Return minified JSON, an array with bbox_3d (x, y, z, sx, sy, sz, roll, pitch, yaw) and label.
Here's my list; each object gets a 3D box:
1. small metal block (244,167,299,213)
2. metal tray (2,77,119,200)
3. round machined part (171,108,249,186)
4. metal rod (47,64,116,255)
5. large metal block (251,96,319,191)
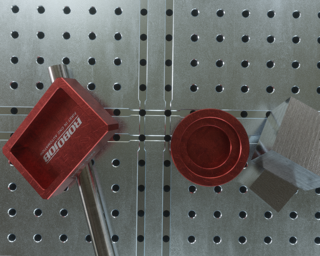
[{"bbox_3d":[0.151,0.075,0.416,0.050,0.025,0.050,40,90,-1],"label":"small metal block"},{"bbox_3d":[-0.125,0.013,0.385,0.090,0.030,0.130,45,105,9],"label":"metal tray"},{"bbox_3d":[0.062,0.024,0.406,0.099,0.042,0.097,0,90,-1],"label":"round machined part"},{"bbox_3d":[-0.100,0.064,0.412,0.025,0.025,0.298,-14,90,0],"label":"metal rod"},{"bbox_3d":[0.174,0.021,0.389,0.080,0.050,0.080,29,66,-1],"label":"large metal block"}]
